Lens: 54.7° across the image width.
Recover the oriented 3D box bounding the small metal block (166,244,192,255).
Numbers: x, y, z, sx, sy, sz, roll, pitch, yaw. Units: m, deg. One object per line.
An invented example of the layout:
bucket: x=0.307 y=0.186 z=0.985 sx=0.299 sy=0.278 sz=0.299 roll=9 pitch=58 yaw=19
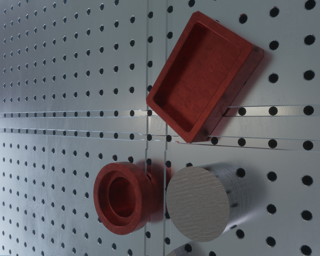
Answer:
small metal block: x=0.022 y=0.185 z=0.391 sx=0.050 sy=0.025 sz=0.050 roll=-48 pitch=62 yaw=29

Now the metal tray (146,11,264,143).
metal tray: x=0.046 y=-0.058 z=0.367 sx=0.090 sy=0.030 sz=0.129 roll=45 pitch=117 yaw=30

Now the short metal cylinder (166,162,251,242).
short metal cylinder: x=0.054 y=0.081 z=0.349 sx=0.080 sy=0.050 sz=0.079 roll=0 pitch=90 yaw=40

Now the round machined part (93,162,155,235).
round machined part: x=-0.046 y=0.096 z=0.437 sx=0.098 sy=0.042 sz=0.097 roll=0 pitch=90 yaw=40
